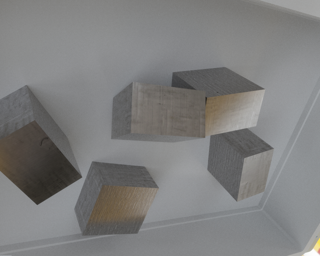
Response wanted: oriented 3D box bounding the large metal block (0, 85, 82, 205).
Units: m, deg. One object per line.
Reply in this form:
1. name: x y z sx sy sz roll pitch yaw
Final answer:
1. large metal block: -0.129 0.015 0.312 0.050 0.080 0.080 -32 129 -8

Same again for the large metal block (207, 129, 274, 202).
1. large metal block: 0.117 0.049 0.467 0.050 0.080 0.079 -14 124 -21

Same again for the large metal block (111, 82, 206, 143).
1. large metal block: -0.005 -0.013 0.347 0.081 0.080 0.050 4 82 -22

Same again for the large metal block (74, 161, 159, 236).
1. large metal block: -0.060 0.096 0.419 0.081 0.050 0.079 11 113 -33

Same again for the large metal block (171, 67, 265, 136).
1. large metal block: 0.068 -0.036 0.387 0.081 0.080 0.050 -10 123 -23
